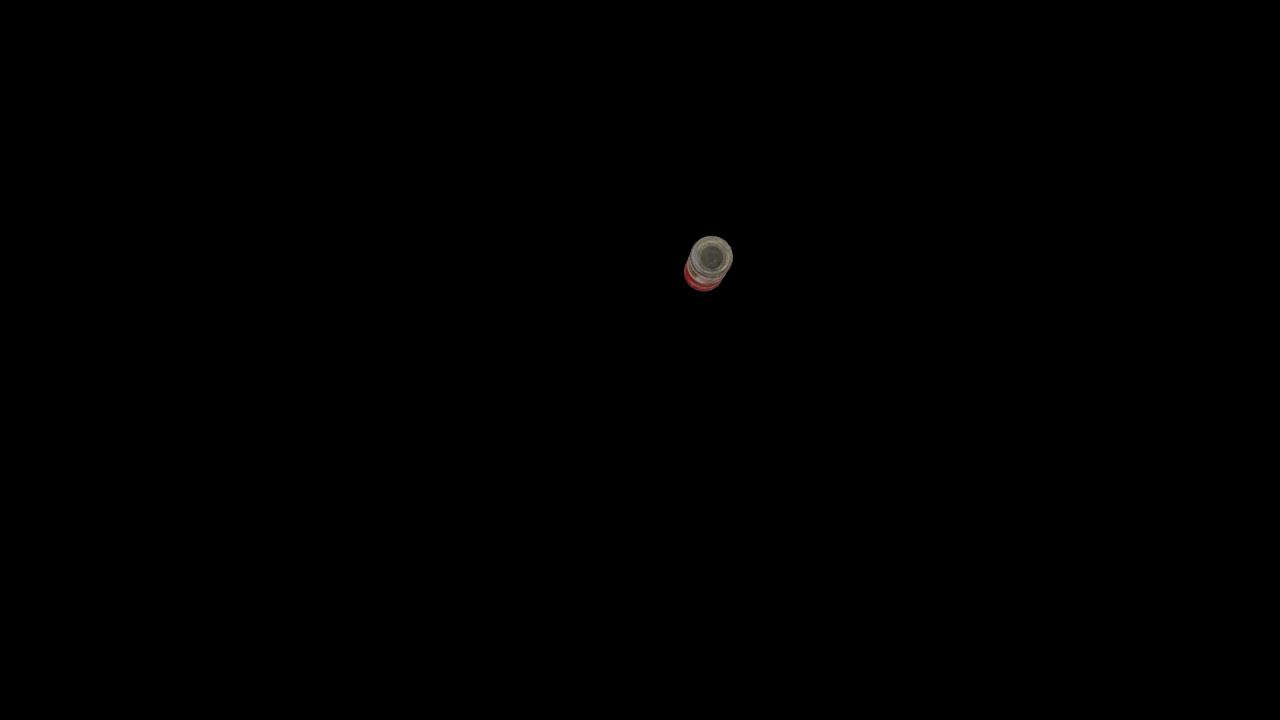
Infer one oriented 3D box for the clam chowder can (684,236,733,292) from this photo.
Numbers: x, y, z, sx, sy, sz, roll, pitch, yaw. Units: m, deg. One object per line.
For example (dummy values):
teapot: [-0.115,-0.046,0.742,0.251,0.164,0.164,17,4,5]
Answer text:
clam chowder can: [0.108,-0.153,0.985,0.068,0.068,0.102,0,-6,-1]
